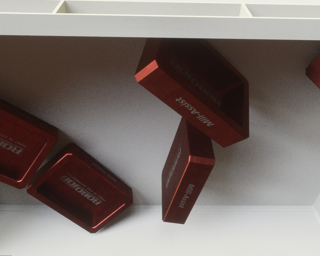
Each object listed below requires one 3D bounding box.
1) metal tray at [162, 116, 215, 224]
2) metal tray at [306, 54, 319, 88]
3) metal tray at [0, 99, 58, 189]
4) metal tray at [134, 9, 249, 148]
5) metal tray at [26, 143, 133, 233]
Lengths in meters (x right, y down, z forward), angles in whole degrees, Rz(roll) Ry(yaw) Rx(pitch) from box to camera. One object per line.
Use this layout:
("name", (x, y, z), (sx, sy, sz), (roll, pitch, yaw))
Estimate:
("metal tray", (0.032, 0.055, 0.413), (0.030, 0.090, 0.129), (10, 129, -9))
("metal tray", (0.221, -0.046, 0.301), (0.030, 0.130, 0.089), (-7, 143, -35))
("metal tray", (-0.210, 0.012, 0.391), (0.131, 0.030, 0.090), (32, 100, -25))
("metal tray", (0.041, -0.049, 0.322), (0.130, 0.090, 0.030), (35, 137, -27))
("metal tray", (-0.115, 0.094, 0.463), (0.090, 0.030, 0.130), (-40, 117, 11))
